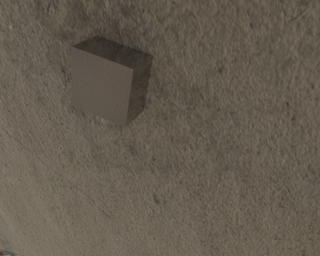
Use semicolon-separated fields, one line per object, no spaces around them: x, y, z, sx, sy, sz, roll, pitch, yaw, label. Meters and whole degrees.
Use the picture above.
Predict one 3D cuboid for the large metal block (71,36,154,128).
-0.061;-0.058;0.385;0.080;0.050;0.079;23;127;14;large metal block
